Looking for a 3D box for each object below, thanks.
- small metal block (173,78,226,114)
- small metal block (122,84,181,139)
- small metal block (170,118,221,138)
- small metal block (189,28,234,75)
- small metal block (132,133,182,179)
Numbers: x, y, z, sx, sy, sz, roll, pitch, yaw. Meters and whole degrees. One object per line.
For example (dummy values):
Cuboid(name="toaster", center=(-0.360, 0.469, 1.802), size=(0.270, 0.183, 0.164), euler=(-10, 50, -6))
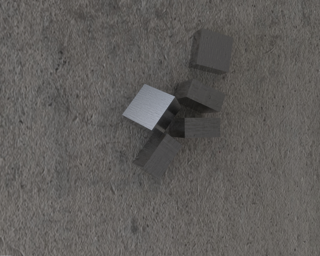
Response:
Cuboid(name="small metal block", center=(0.050, -0.041, 0.414), size=(0.050, 0.050, 0.025), euler=(22, 83, -19))
Cuboid(name="small metal block", center=(-0.010, -0.022, 0.390), size=(0.050, 0.050, 0.025), euler=(-56, 147, -12))
Cuboid(name="small metal block", center=(0.045, -0.001, 0.412), size=(0.050, 0.050, 0.025), euler=(-1, 91, -20))
Cuboid(name="small metal block", center=(0.072, -0.106, 0.435), size=(0.050, 0.025, 0.050), euler=(10, 87, -20))
Cuboid(name="small metal block", center=(-0.005, 0.034, 0.394), size=(0.025, 0.050, 0.050), euler=(39, 78, -16))
